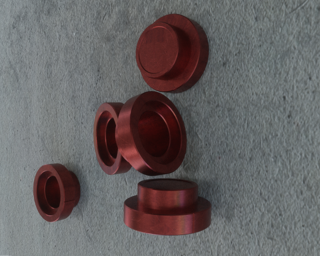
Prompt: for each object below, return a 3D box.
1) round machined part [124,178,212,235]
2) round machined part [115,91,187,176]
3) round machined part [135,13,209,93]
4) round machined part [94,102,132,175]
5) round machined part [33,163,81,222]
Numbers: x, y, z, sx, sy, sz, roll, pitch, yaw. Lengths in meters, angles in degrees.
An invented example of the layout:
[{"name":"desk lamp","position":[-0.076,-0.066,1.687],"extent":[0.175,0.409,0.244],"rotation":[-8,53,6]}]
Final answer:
[{"name":"round machined part","position":[0.009,0.083,0.350],"extent":[0.098,0.099,0.042],"rotation":[2,91,40]},{"name":"round machined part","position":[-0.014,0.009,0.369],"extent":[0.042,0.099,0.098],"rotation":[-16,80,38]},{"name":"round machined part","position":[0.008,-0.094,0.388],"extent":[0.098,0.042,0.097],"rotation":[0,90,40]},{"name":"round machined part","position":[-0.054,0.013,0.427],"extent":[0.098,0.042,0.097],"rotation":[8,100,57]},{"name":"round machined part","position":[-0.176,0.110,0.540],"extent":[0.098,0.042,0.097],"rotation":[0,90,40]}]
